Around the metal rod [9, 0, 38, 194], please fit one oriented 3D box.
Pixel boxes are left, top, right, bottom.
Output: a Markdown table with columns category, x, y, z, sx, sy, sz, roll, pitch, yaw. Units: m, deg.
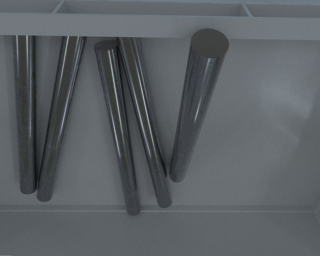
| category | x | y | z | sx | sy | sz | roll | pitch | yaw |
| --- | --- | --- | --- | --- | --- | --- | --- | --- | --- |
| metal rod | -0.169 | -0.016 | 0.392 | 0.025 | 0.025 | 0.298 | 11 | 129 | -10 |

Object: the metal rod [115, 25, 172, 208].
| category | x | y | z | sx | sy | sz | roll | pitch | yaw |
| --- | --- | --- | --- | --- | --- | --- | --- | --- | --- |
| metal rod | -0.013 | 0.010 | 0.417 | 0.025 | 0.025 | 0.298 | -7 | 130 | 5 |

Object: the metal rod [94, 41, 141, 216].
| category | x | y | z | sx | sy | sz | roll | pitch | yaw |
| --- | --- | --- | --- | --- | --- | --- | --- | --- | --- |
| metal rod | -0.051 | 0.025 | 0.429 | 0.025 | 0.025 | 0.298 | -2 | 130 | 1 |

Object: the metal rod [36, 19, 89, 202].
| category | x | y | z | sx | sy | sz | roll | pitch | yaw |
| --- | --- | --- | --- | --- | --- | --- | --- | --- | --- |
| metal rod | -0.135 | 0.001 | 0.408 | 0.025 | 0.025 | 0.298 | 15 | 129 | -13 |

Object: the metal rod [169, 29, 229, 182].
| category | x | y | z | sx | sy | sz | roll | pitch | yaw |
| --- | --- | --- | --- | --- | --- | --- | --- | --- | --- |
| metal rod | 0.029 | 0.008 | 0.338 | 0.025 | 0.025 | 0.299 | 1 | 155 | -1 |
